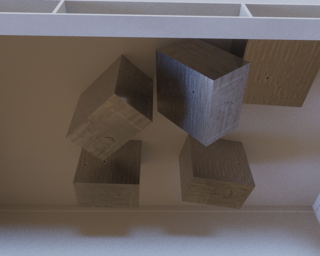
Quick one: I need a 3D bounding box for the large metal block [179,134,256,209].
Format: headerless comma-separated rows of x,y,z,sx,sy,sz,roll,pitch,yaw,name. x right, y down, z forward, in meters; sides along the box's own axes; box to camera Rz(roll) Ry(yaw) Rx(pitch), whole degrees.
0.073,0.058,0.423,0.081,0.080,0.050,10,129,-9,large metal block

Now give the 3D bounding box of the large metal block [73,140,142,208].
-0.067,0.061,0.424,0.081,0.080,0.050,2,130,-3,large metal block

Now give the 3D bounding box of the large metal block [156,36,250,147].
0.041,-0.041,0.330,0.050,0.080,0.079,-29,138,-29,large metal block

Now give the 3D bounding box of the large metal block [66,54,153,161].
-0.054,-0.024,0.352,0.080,0.080,0.050,-37,121,27,large metal block

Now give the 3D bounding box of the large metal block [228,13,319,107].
0.120,-0.072,0.334,0.081,0.050,0.079,3,130,-4,large metal block
